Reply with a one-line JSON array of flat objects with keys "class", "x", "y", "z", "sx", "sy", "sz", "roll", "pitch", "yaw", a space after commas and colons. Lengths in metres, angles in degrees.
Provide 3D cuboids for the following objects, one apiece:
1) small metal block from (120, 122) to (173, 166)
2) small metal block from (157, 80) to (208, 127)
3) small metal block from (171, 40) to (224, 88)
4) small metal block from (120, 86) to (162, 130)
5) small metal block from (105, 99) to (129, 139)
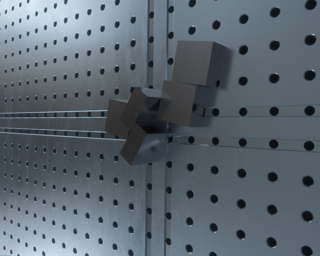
[{"class": "small metal block", "x": -0.018, "y": 0.020, "z": 0.409, "sx": 0.025, "sy": 0.050, "sz": 0.050, "roll": 43, "pitch": 116, "yaw": 32}, {"class": "small metal block", "x": 0.028, "y": -0.031, "z": 0.388, "sx": 0.050, "sy": 0.025, "sz": 0.050, "roll": 16, "pitch": 100, "yaw": 39}, {"class": "small metal block", "x": 0.045, "y": -0.077, "z": 0.373, "sx": 0.050, "sy": 0.025, "sz": 0.050, "roll": 15, "pitch": 99, "yaw": 39}, {"class": "small metal block", "x": -0.018, "y": -0.025, "z": 0.409, "sx": 0.025, "sy": 0.050, "sz": 0.050, "roll": 41, "pitch": 115, "yaw": 32}, {"class": "small metal block", "x": -0.052, "y": -0.014, "z": 0.454, "sx": 0.050, "sy": 0.025, "sz": 0.050, "roll": 16, "pitch": 100, "yaw": 39}]
